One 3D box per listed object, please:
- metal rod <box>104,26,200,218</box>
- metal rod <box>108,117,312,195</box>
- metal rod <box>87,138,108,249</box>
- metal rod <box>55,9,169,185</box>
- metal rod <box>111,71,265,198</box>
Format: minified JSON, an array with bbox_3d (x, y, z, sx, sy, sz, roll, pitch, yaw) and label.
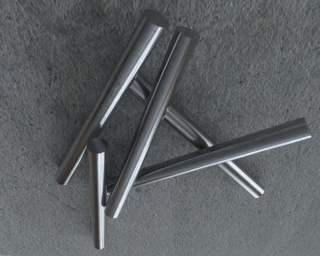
[{"bbox_3d":[-0.023,0.018,0.385,0.025,0.025,0.298,15,127,-13],"label":"metal rod"},{"bbox_3d":[0.042,0.046,0.416,0.300,0.025,0.025,-21,128,28],"label":"metal rod"},{"bbox_3d":[-0.096,0.121,0.485,0.025,0.025,0.298,6,137,-5],"label":"metal rod"},{"bbox_3d":[-0.075,-0.011,0.373,0.025,0.025,0.298,23,134,-19],"label":"metal rod"},{"bbox_3d":[0.054,0.016,0.420,0.025,0.025,0.301,-35,122,26],"label":"metal rod"}]
